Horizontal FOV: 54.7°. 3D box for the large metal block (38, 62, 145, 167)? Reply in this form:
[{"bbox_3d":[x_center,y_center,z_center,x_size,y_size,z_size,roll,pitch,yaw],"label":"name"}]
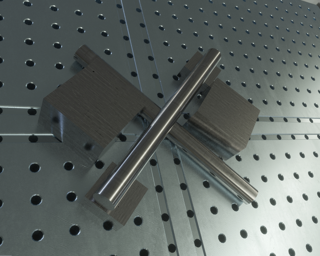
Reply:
[{"bbox_3d":[-0.078,-0.017,0.360,0.080,0.050,0.080,40,51,-1],"label":"large metal block"}]

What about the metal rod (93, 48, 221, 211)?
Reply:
[{"bbox_3d":[0.015,-0.022,0.397,0.025,0.025,0.301,39,51,-2],"label":"metal rod"}]

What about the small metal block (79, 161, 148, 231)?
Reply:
[{"bbox_3d":[-0.049,0.074,0.336,0.050,0.025,0.050,38,51,-3],"label":"small metal block"}]

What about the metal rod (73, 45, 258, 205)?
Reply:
[{"bbox_3d":[0.009,-0.004,0.414,0.300,0.025,0.025,40,51,-1],"label":"metal rod"}]

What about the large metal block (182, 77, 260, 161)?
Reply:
[{"bbox_3d":[0.088,-0.012,0.447,0.080,0.050,0.080,37,51,-4],"label":"large metal block"}]

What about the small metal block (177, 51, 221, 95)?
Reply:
[{"bbox_3d":[0.063,-0.088,0.496,0.050,0.025,0.050,39,51,-2],"label":"small metal block"}]
